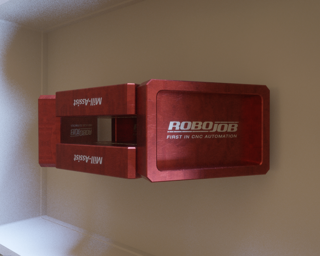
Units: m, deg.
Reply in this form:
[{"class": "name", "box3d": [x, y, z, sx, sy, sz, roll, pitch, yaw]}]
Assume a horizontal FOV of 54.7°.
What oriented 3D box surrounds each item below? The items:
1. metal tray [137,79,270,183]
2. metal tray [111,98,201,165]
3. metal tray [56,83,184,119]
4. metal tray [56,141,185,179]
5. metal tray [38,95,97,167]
[{"class": "metal tray", "box3d": [0.044, 0.002, 0.301, 0.030, 0.131, 0.089, -179, 88, -69]}, {"class": "metal tray", "box3d": [-0.009, 0.003, 0.410, 0.130, 0.030, 0.089, 0, 90, 39]}, {"class": "metal tray", "box3d": [-0.048, -0.027, 0.362, 0.130, 0.091, 0.030, 1, 90, 40]}, {"class": "metal tray", "box3d": [-0.048, 0.033, 0.363, 0.130, 0.091, 0.030, 0, 90, 39]}, {"class": "metal tray", "box3d": [-0.126, 0.003, 0.443, 0.030, 0.130, 0.089, 0, 91, 8]}]
